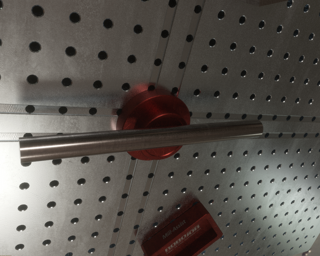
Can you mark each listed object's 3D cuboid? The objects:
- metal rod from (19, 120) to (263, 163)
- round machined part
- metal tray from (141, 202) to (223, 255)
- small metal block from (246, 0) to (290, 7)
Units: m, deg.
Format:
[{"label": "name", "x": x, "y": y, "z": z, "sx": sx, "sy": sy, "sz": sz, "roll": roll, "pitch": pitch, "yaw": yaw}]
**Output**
[{"label": "metal rod", "x": 0.000, "y": 0.011, "z": 0.365, "sx": 0.303, "sy": 0.025, "sz": 0.025, "roll": -4, "pitch": 121, "yaw": -27}, {"label": "round machined part", "x": -0.003, "y": 0.002, "z": 0.402, "sx": 0.099, "sy": 0.042, "sz": 0.097, "roll": -14, "pitch": 124, "yaw": -21}, {"label": "metal tray", "x": 0.043, "y": 0.203, "z": 0.559, "sx": 0.130, "sy": 0.030, "sz": 0.090, "roll": -36, "pitch": 130, "yaw": -5}, {"label": "small metal block", "x": 0.135, "y": -0.180, "z": 0.376, "sx": 0.050, "sy": 0.025, "sz": 0.050, "roll": -18, "pitch": 126, "yaw": -18}]
